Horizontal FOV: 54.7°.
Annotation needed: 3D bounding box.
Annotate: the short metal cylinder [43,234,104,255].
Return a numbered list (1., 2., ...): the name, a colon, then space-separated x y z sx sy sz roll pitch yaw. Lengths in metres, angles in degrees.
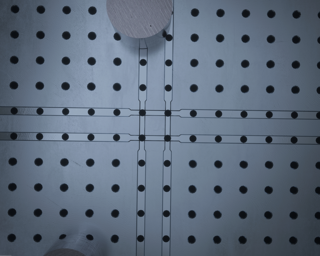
1. short metal cylinder: -0.116 0.185 0.400 0.081 0.050 0.079 0 90 -1

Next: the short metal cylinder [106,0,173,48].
1. short metal cylinder: -0.025 -0.149 0.400 0.081 0.050 0.079 0 90 -1
